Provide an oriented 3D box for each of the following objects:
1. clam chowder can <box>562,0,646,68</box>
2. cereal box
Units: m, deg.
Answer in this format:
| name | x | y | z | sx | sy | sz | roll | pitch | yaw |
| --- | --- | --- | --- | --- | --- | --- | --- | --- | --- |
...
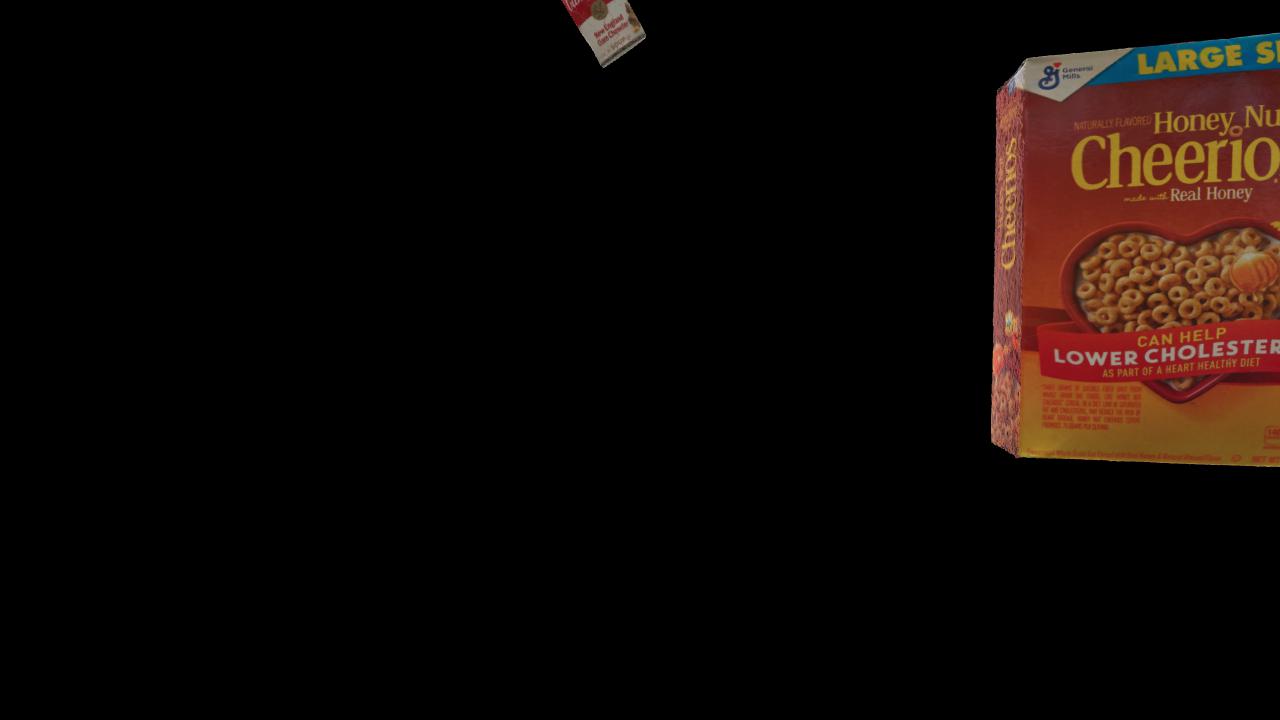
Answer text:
| name | x | y | z | sx | sy | sz | roll | pitch | yaw |
| --- | --- | --- | --- | --- | --- | --- | --- | --- | --- |
| clam chowder can | -0.046 | -0.416 | 0.737 | 0.068 | 0.102 | 0.068 | -30 | 22 | 13 |
| cereal box | 0.389 | -0.077 | 0.469 | 0.203 | 0.306 | 0.081 | 1 | 3 | 13 |
